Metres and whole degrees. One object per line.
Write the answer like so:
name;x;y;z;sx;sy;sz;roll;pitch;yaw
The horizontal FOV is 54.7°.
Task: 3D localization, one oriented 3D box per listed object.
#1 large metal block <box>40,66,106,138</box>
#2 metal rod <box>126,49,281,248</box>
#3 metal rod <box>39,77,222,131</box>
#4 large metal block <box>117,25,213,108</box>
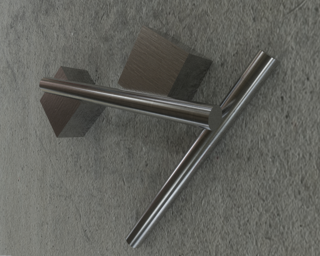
large metal block;-0.142;-0.041;0.503;0.080;0.050;0.080;-47;62;29
metal rod;0.037;0.042;0.372;0.025;0.025;0.298;47;117;29
metal rod;-0.061;-0.038;0.388;0.300;0.025;0.025;14;99;38
large metal block;0.004;-0.069;0.383;0.080;0.050;0.079;41;115;32
